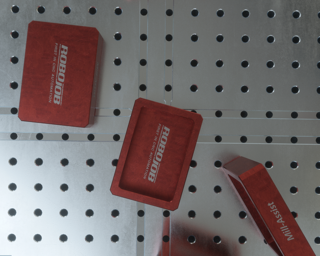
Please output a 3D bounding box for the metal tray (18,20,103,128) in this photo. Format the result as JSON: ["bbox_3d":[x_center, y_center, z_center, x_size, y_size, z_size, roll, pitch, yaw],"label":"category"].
[{"bbox_3d":[-0.130,-0.069,0.409,0.091,0.030,0.129,6,90,-1],"label":"metal tray"}]

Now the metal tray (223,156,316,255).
[{"bbox_3d":[0.131,0.102,0.382,0.030,0.090,0.130,-30,90,0],"label":"metal tray"}]

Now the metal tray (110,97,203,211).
[{"bbox_3d":[-0.004,0.034,0.410,0.091,0.030,0.129,16,90,-1],"label":"metal tray"}]
